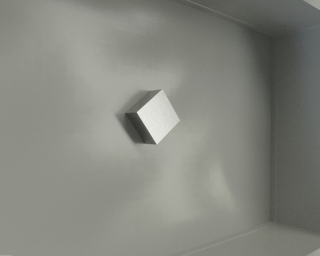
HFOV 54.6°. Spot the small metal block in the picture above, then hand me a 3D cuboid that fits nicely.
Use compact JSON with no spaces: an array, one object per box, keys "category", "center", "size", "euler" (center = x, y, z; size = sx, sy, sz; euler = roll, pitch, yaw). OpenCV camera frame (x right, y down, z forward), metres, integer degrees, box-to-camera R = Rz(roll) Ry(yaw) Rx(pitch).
[{"category":"small metal block","center":[-0.008,-0.014,0.398],"size":[0.050,0.025,0.050],"euler":[-45,117,-30]}]
